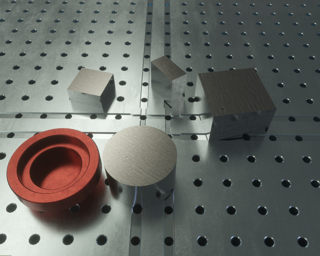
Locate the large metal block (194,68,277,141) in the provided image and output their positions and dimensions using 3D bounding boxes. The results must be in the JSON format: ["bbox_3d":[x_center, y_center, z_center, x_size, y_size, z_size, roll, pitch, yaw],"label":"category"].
[{"bbox_3d":[0.097,-0.033,0.421,0.081,0.050,0.080,-7,51,-6],"label":"large metal block"}]

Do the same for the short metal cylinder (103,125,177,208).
[{"bbox_3d":[-0.022,0.044,0.355,0.081,0.050,0.080,0,50,0],"label":"short metal cylinder"}]

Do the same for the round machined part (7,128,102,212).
[{"bbox_3d":[-0.115,0.050,0.353,0.099,0.042,0.098,0,50,0],"label":"round machined part"}]

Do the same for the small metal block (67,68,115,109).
[{"bbox_3d":[-0.100,-0.060,0.456,0.050,0.025,0.050,12,51,9],"label":"small metal block"}]

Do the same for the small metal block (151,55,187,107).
[{"bbox_3d":[0.012,-0.068,0.449,0.025,0.050,0.050,-29,56,-22],"label":"small metal block"}]
